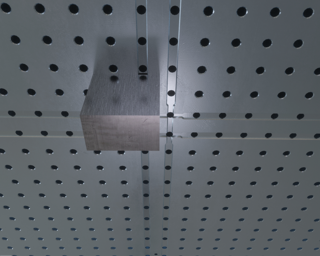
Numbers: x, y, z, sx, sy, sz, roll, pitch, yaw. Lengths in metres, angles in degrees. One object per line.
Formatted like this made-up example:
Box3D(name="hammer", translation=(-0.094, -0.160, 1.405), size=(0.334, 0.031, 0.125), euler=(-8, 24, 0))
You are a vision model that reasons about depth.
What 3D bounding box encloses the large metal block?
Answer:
Box3D(name="large metal block", translation=(-0.041, -0.020, 0.358), size=(0.080, 0.080, 0.050), euler=(0, 130, 0))
